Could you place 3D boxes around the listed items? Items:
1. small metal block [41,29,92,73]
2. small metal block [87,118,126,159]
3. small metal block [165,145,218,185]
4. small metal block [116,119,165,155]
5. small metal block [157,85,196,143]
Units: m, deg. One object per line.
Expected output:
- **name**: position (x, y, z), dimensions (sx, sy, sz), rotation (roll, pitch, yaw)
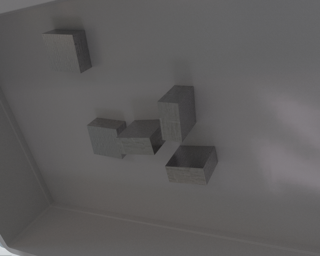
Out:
- **small metal block**: position (-0.123, -0.102, 0.410), dimensions (0.050, 0.025, 0.050), rotation (9, 123, 23)
- **small metal block**: position (-0.075, 0.015, 0.457), dimensions (0.050, 0.025, 0.050), rotation (7, 122, 24)
- **small metal block**: position (0.042, 0.047, 0.399), dimensions (0.050, 0.050, 0.025), rotation (-1, 118, 28)
- **small metal block**: position (-0.021, 0.011, 0.411), dimensions (0.050, 0.050, 0.025), rotation (-1, 118, 29)
- **small metal block**: position (0.022, -0.018, 0.370), dimensions (0.025, 0.050, 0.050), rotation (7, 121, 25)
